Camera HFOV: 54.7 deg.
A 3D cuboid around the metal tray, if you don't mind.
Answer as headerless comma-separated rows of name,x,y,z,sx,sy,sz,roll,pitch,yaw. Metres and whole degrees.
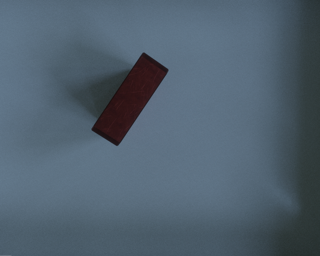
metal tray,-0.036,-0.033,0.357,0.030,0.130,0.090,34,90,-9
